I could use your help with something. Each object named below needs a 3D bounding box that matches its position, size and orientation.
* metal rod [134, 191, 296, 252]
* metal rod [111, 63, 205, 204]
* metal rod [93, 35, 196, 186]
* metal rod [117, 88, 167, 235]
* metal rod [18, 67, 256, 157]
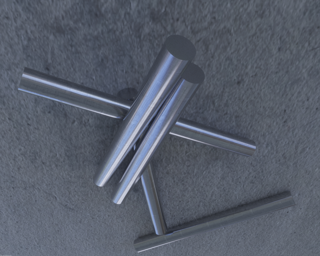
[{"bbox_3d":[0.087,0.172,0.554,0.300,0.025,0.025,-23,127,18],"label":"metal rod"},{"bbox_3d":[-0.020,0.032,0.386,0.025,0.025,0.298,14,143,-13],"label":"metal rod"},{"bbox_3d":[-0.037,0.009,0.353,0.025,0.025,0.298,17,147,-14],"label":"metal rod"},{"bbox_3d":[-0.019,0.071,0.467,0.025,0.025,0.298,-6,130,5],"label":"metal rod"},{"bbox_3d":[-0.006,-0.010,0.371,0.302,0.025,0.025,16,129,-25],"label":"metal rod"}]
